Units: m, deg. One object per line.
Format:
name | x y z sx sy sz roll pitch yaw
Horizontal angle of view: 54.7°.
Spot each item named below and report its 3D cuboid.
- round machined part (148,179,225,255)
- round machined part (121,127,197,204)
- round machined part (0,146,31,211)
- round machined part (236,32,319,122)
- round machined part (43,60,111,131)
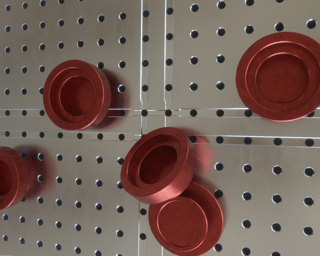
round machined part | 0.030 0.115 0.392 0.098 0.042 0.097 0 90 19
round machined part | 0.003 0.050 0.384 0.098 0.042 0.098 -24 40 23
round machined part | -0.246 0.077 0.488 0.098 0.042 0.097 0 90 19
round machined part | 0.139 -0.056 0.355 0.098 0.042 0.097 0 90 19
round machined part | -0.113 -0.045 0.442 0.098 0.042 0.097 0 90 19
